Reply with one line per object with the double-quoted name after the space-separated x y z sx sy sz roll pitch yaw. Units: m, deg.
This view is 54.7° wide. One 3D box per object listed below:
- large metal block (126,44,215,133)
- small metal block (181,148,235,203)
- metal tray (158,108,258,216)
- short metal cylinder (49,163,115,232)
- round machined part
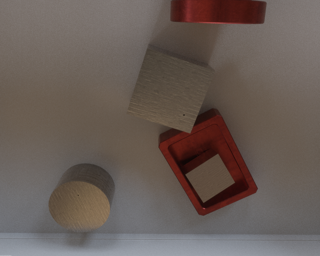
0.011 -0.049 0.380 0.080 0.050 0.079 17 109 -7 "large metal block"
0.064 0.063 0.417 0.050 0.025 0.050 -33 108 -1 "small metal block"
0.066 0.049 0.427 0.090 0.030 0.130 -27 108 9 "metal tray"
-0.107 0.096 0.432 0.081 0.050 0.079 0 110 -1 "short metal cylinder"
0.060 -0.133 0.324 0.099 0.098 0.042 1 110 -1 "round machined part"
